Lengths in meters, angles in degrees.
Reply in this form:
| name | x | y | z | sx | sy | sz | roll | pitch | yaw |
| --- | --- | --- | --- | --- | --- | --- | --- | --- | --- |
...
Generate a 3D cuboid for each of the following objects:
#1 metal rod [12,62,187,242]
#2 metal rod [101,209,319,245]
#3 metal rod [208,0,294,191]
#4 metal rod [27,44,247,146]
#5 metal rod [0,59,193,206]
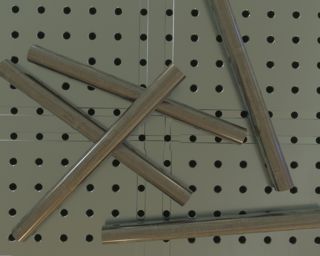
| name | x | y | z | sx | sy | sz | roll | pitch | yaw |
| --- | --- | --- | --- | --- | --- | --- | --- | --- | --- |
| metal rod | -0.082 | 0.036 | 0.389 | 0.025 | 0.025 | 0.300 | 45 | 99 | -1 |
| metal rod | 0.075 | 0.131 | 0.414 | 0.302 | 0.025 | 0.025 | -4 | 90 | -1 |
| metal rod | 0.117 | -0.060 | 0.414 | 0.025 | 0.025 | 0.298 | -20 | 90 | 0 |
| metal rod | -0.029 | -0.044 | 0.412 | 0.301 | 0.025 | 0.025 | 22 | 90 | -1 |
| metal rod | -0.086 | 0.007 | 0.412 | 0.301 | 0.025 | 0.025 | 36 | 90 | -1 |
